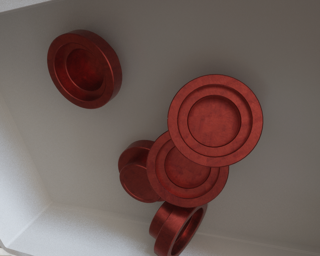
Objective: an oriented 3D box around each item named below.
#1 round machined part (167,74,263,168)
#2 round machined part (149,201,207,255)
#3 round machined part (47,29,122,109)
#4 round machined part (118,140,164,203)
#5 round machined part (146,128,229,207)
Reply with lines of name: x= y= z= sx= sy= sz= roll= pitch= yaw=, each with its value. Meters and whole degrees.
round machined part: x=0.059 y=-0.007 z=0.341 sx=0.099 sy=0.042 sz=0.097 roll=0 pitch=87 yaw=7
round machined part: x=0.022 y=0.133 z=0.433 sx=0.042 sy=0.099 sz=0.097 roll=30 pitch=129 yaw=26
round machined part: x=-0.091 y=-0.077 z=0.396 sx=0.098 sy=0.042 sz=0.097 roll=13 pitch=124 yaw=20
round machined part: x=-0.019 y=0.070 z=0.449 sx=0.098 sy=0.042 sz=0.097 roll=13 pitch=124 yaw=20
round machined part: x=0.035 y=0.046 z=0.388 sx=0.098 sy=0.042 sz=0.097 roll=0 pitch=91 yaw=9
